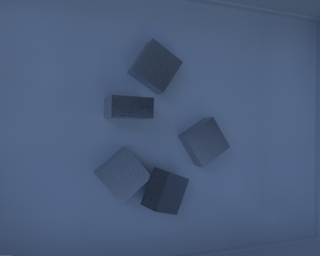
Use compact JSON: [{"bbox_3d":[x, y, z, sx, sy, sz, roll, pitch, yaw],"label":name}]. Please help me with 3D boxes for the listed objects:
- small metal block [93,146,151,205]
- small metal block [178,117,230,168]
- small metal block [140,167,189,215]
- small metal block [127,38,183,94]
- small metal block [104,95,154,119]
[{"bbox_3d":[-0.047,0.059,0.393,0.050,0.025,0.050,-42,103,-15],"label":"small metal block"},{"bbox_3d":[0.062,0.019,0.433,0.050,0.025,0.050,-34,101,-17],"label":"small metal block"},{"bbox_3d":[0.008,0.082,0.401,0.050,0.025,0.050,29,79,-51],"label":"small metal block"},{"bbox_3d":[-0.007,-0.080,0.408,0.050,0.025,0.050,35,79,-17],"label":"small metal block"},{"bbox_3d":[-0.040,-0.025,0.382,0.050,0.050,0.025,2,90,-20],"label":"small metal block"}]
